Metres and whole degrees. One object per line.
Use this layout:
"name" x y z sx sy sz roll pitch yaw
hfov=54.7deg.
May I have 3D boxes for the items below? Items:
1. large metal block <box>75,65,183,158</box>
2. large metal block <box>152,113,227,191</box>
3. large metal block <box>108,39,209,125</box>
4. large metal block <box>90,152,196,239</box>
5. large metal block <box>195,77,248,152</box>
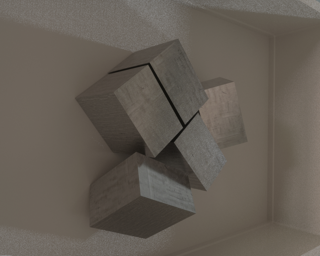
"large metal block" -0.034 -0.017 0.342 0.050 0.080 0.080 -45 118 -31
"large metal block" 0.024 0.028 0.390 0.050 0.080 0.080 -49 120 -29
"large metal block" -0.002 -0.050 0.368 0.050 0.080 0.080 -46 118 -30
"large metal block" -0.021 0.079 0.345 0.080 0.080 0.050 28 38 -37
"large metal block" 0.076 -0.022 0.427 0.050 0.080 0.080 -16 103 2
